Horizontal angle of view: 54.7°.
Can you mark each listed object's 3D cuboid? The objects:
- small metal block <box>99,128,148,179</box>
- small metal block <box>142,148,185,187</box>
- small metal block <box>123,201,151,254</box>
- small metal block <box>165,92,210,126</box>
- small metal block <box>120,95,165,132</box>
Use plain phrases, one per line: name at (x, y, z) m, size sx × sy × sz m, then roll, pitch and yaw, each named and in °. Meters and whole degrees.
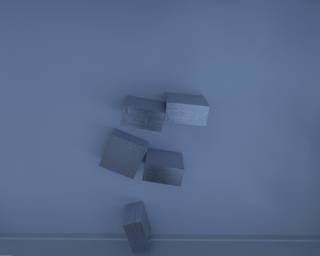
small metal block at (-0.049, 0.035, 0.424) m, size 0.050 × 0.025 × 0.050 m, roll 23°, pitch 108°, yaw -8°
small metal block at (0.004, 0.051, 0.417) m, size 0.050 × 0.050 × 0.025 m, roll 10°, pitch 110°, yaw -4°
small metal block at (-0.032, 0.143, 0.450) m, size 0.025 × 0.050 × 0.050 m, roll -13°, pitch 110°, yaw 5°
small metal block at (0.032, -0.025, 0.389) m, size 0.050 × 0.050 × 0.025 m, roll 6°, pitch 110°, yaw -2°
small metal block at (-0.021, -0.019, 0.391) m, size 0.050 × 0.050 × 0.025 m, roll 10°, pitch 110°, yaw -4°
